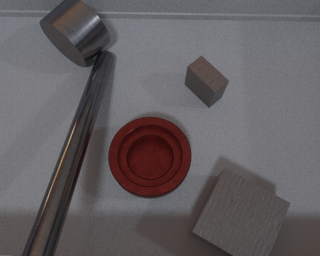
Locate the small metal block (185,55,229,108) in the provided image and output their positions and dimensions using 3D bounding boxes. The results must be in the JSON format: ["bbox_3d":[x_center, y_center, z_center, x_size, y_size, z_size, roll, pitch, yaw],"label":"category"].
[{"bbox_3d":[0.062,-0.061,0.420,0.025,0.050,0.050,-40,75,-13],"label":"small metal block"}]

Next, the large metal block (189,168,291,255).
[{"bbox_3d":[0.089,0.105,0.359,0.080,0.050,0.080,28,72,9],"label":"large metal block"}]

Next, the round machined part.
[{"bbox_3d":[-0.012,0.039,0.386,0.099,0.042,0.098,0,70,-1],"label":"round machined part"}]

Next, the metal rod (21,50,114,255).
[{"bbox_3d":[-0.090,0.008,0.346,0.025,0.025,0.300,5,47,1],"label":"metal rod"}]

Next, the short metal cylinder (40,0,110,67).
[{"bbox_3d":[-0.116,-0.131,0.427,0.080,0.080,0.050,37,74,12],"label":"short metal cylinder"}]
